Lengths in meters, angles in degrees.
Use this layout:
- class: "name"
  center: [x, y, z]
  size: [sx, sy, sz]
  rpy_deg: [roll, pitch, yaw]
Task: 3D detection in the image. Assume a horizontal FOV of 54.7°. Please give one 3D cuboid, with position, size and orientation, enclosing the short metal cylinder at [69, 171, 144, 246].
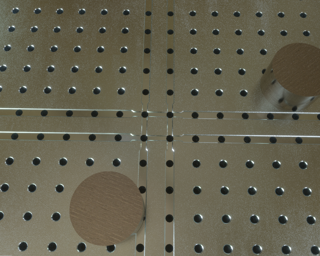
- class: "short metal cylinder"
  center: [-0.059, 0.095, 0.363]
  size: [0.081, 0.050, 0.080]
  rpy_deg: [0, 70, 0]

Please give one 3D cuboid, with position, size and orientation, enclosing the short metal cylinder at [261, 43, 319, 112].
- class: "short metal cylinder"
  center: [0.186, -0.068, 0.425]
  size: [0.081, 0.050, 0.080]
  rpy_deg: [0, 70, 0]
